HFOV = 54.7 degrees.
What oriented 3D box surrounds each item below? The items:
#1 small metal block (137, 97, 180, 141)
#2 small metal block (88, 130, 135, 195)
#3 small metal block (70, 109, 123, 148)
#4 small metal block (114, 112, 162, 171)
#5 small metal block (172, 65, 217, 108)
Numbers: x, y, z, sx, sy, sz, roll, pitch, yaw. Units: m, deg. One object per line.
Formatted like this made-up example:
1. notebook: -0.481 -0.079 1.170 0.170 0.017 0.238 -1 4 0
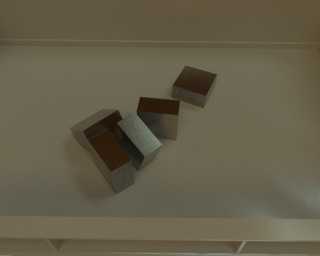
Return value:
1. small metal block: -0.002 -0.011 0.398 0.050 0.050 0.025 6 51 4
2. small metal block: -0.055 0.040 0.355 0.025 0.050 0.050 -29 56 -22
3. small metal block: -0.078 0.000 0.388 0.050 0.025 0.050 -35 21 -26
4. small metal block: -0.028 0.017 0.366 0.025 0.050 0.050 -34 76 -26
5. small metal block: 0.051 -0.062 0.458 0.050 0.025 0.050 19 52 15
